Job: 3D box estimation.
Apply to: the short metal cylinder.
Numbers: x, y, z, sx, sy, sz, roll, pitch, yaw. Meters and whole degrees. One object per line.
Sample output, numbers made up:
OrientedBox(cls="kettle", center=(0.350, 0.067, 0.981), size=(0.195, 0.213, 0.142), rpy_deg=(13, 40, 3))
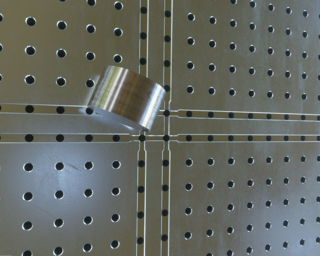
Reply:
OrientedBox(cls="short metal cylinder", center=(-0.039, -0.033, 0.370), size=(0.080, 0.080, 0.050), rpy_deg=(24, 82, -19))
